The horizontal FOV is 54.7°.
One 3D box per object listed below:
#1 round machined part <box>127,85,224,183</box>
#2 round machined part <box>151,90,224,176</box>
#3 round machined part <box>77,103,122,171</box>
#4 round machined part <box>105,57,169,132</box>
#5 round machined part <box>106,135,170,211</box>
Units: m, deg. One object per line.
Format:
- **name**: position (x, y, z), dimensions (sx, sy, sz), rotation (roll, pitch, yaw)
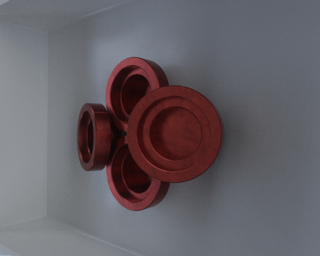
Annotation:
- **round machined part**: position (0.018, 0.006, 0.328), dimensions (0.098, 0.042, 0.097), rotation (0, 90, 18)
- **round machined part**: position (0.025, 0.006, 0.359), dimensions (0.098, 0.042, 0.097), rotation (0, 89, 17)
- **round machined part**: position (-0.088, 0.013, 0.453), dimensions (0.098, 0.042, 0.097), rotation (-1, 88, 61)
- **round machined part**: position (-0.025, -0.042, 0.414), dimensions (0.098, 0.042, 0.097), rotation (0, 90, 40)
- **round machined part**: position (-0.023, 0.057, 0.412), dimensions (0.098, 0.042, 0.097), rotation (0, 90, 40)
